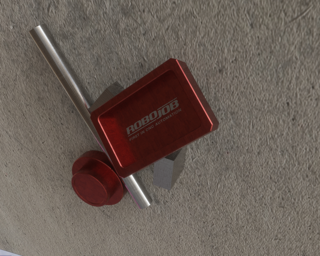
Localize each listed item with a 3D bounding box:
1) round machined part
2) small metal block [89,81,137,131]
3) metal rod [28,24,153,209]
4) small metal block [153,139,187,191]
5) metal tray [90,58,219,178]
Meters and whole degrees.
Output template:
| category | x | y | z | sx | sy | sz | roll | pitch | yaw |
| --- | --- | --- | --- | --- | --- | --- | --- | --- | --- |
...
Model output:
| category | x | y | z | sx | sy | sz | roll | pitch | yaw |
| --- | --- | --- | --- | --- | --- | --- | --- | --- | --- |
| round machined part | -0.103 | 0.088 | 0.503 | 0.098 | 0.042 | 0.097 | 13 | 124 | 20 |
| small metal block | -0.060 | -0.026 | 0.421 | 0.050 | 0.025 | 0.050 | 46 | 129 | -5 |
| metal rod | -0.093 | -0.006 | 0.449 | 0.025 | 0.025 | 0.299 | -18 | 110 | 34 |
| small metal block | 0.014 | 0.045 | 0.410 | 0.025 | 0.050 | 0.050 | 17 | 125 | 18 |
| metal tray | -0.010 | -0.009 | 0.362 | 0.130 | 0.030 | 0.090 | -31 | 82 | 22 |
